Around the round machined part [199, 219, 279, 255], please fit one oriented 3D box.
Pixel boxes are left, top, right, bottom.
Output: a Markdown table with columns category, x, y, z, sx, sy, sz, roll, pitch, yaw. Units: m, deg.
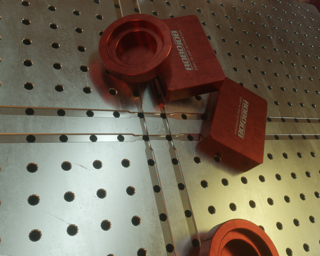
| category | x | y | z | sx | sy | sz | roll | pitch | yaw |
| --- | --- | --- | --- | --- | --- | --- | --- | --- | --- |
| round machined part | 0.086 | 0.157 | 0.350 | 0.099 | 0.042 | 0.098 | 14 | 56 | -21 |

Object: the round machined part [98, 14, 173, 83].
| category | x | y | z | sx | sy | sz | roll | pitch | yaw |
| --- | --- | --- | --- | --- | --- | --- | --- | --- | --- |
| round machined part | -0.031 | -0.105 | 0.427 | 0.099 | 0.042 | 0.098 | -2 | 68 | 6 |

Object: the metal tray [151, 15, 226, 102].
| category | x | y | z | sx | sy | sz | roll | pitch | yaw |
| --- | --- | --- | --- | --- | --- | --- | --- | --- | --- |
| metal tray | 0.033 | -0.110 | 0.472 | 0.091 | 0.030 | 0.130 | -13 | 67 | -13 |

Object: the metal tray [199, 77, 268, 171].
| category | x | y | z | sx | sy | sz | roll | pitch | yaw |
| --- | --- | --- | --- | --- | --- | --- | --- | --- | --- |
| metal tray | 0.117 | -0.010 | 0.476 | 0.090 | 0.030 | 0.130 | 28 | 52 | -11 |
